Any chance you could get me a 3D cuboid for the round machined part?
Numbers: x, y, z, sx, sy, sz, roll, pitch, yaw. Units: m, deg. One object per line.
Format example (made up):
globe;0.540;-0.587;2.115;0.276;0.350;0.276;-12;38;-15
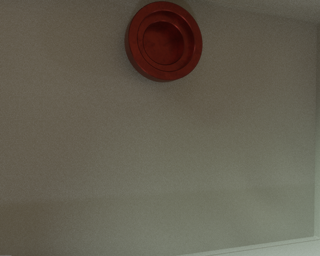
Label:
round machined part;0.002;-0.108;0.402;0.099;0.042;0.097;0;90;-20
